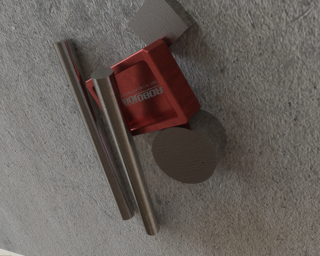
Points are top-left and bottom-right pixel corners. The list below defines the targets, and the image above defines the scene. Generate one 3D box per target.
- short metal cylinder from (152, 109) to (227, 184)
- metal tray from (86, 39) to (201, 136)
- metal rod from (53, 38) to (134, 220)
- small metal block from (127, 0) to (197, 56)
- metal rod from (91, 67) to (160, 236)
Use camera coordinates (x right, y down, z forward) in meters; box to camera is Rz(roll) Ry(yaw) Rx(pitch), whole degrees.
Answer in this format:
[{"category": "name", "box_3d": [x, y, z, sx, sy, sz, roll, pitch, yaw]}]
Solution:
[{"category": "short metal cylinder", "box_3d": [0.037, 0.022, 0.385, 0.080, 0.050, 0.079, 13, 124, 20]}, {"category": "metal tray", "box_3d": [-0.025, -0.040, 0.372, 0.130, 0.030, 0.090, -14, 113, 48]}, {"category": "metal rod", "box_3d": [-0.091, 0.017, 0.465, 0.025, 0.025, 0.298, -1, 118, 29]}, {"category": "small metal block", "box_3d": [0.002, -0.114, 0.336, 0.050, 0.025, 0.050, 47, 129, -5]}, {"category": "metal rod", "box_3d": [-0.037, 0.055, 0.426, 0.025, 0.025, 0.298, 8, 133, 24]}]
